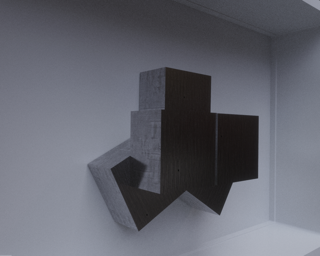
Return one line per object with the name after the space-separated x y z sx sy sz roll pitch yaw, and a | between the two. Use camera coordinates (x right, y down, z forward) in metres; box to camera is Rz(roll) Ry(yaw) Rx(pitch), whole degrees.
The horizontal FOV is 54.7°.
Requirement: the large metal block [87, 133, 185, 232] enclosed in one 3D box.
-0.025 0.059 0.367 0.081 0.050 0.080 -33 111 -35 | large metal block

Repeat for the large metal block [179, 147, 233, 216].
0.058 0.064 0.435 0.080 0.050 0.080 41 65 -32 | large metal block

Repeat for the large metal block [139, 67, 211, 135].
0.021 -0.031 0.405 0.081 0.050 0.080 2 89 -40 | large metal block

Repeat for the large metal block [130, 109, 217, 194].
0.015 0.022 0.336 0.081 0.050 0.080 1 90 -40 | large metal block

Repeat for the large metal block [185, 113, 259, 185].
0.078 0.024 0.387 0.081 0.050 0.080 1 90 -40 | large metal block
